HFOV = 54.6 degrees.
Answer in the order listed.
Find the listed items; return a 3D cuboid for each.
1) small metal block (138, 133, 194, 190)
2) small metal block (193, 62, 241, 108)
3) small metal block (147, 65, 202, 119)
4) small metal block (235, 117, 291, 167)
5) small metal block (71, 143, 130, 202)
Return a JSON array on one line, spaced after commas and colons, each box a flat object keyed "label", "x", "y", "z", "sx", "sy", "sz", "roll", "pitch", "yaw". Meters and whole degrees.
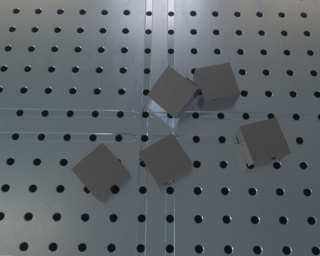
[{"label": "small metal block", "x": 0.008, "y": 0.043, "z": 0.396, "sx": 0.050, "sy": 0.025, "sz": 0.050, "roll": -31, "pitch": 73, "yaw": -11}, {"label": "small metal block", "x": 0.079, "y": -0.060, "z": 0.434, "sx": 0.050, "sy": 0.025, "sz": 0.050, "roll": -12, "pitch": 70, "yaw": -4}, {"label": "small metal block", "x": 0.020, "y": -0.048, "z": 0.418, "sx": 0.050, "sy": 0.025, "sz": 0.050, "roll": 41, "pitch": 107, "yaw": 13}, {"label": "small metal block", "x": 0.134, "y": 0.019, "z": 0.406, "sx": 0.050, "sy": 0.025, "sz": 0.050, "roll": -14, "pitch": 71, "yaw": -5}, {"label": "small metal block", "x": -0.074, "y": 0.056, "z": 0.391, "sx": 0.050, "sy": 0.025, "sz": 0.050, "roll": -41, "pitch": 75, "yaw": -14}]
